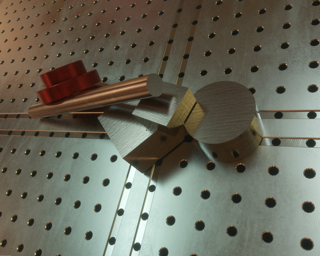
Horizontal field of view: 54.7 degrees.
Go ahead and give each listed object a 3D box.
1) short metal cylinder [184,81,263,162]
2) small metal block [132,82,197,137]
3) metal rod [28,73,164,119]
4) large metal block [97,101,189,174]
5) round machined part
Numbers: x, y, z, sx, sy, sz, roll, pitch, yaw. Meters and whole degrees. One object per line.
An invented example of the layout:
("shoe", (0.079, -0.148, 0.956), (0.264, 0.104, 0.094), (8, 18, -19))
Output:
("short metal cylinder", (0.074, -0.007, 0.357), (0.080, 0.050, 0.080), (-13, 56, 20))
("small metal block", (0.005, -0.024, 0.352), (0.050, 0.025, 0.050), (20, 72, 35))
("metal rod", (-0.111, -0.036, 0.431), (0.300, 0.025, 0.025), (-5, 58, 45))
("large metal block", (-0.021, -0.003, 0.401), (0.080, 0.050, 0.080), (-39, 51, 1))
("round machined part", (-0.146, -0.075, 0.483), (0.098, 0.042, 0.098), (-19, 15, 6))
